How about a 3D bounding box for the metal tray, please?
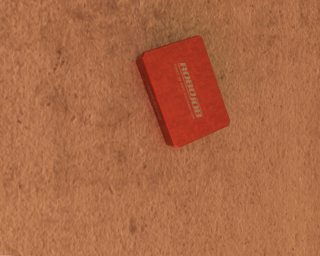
[{"bbox_3d":[0.033,-0.049,0.420,0.091,0.030,0.129,-23,98,-19],"label":"metal tray"}]
